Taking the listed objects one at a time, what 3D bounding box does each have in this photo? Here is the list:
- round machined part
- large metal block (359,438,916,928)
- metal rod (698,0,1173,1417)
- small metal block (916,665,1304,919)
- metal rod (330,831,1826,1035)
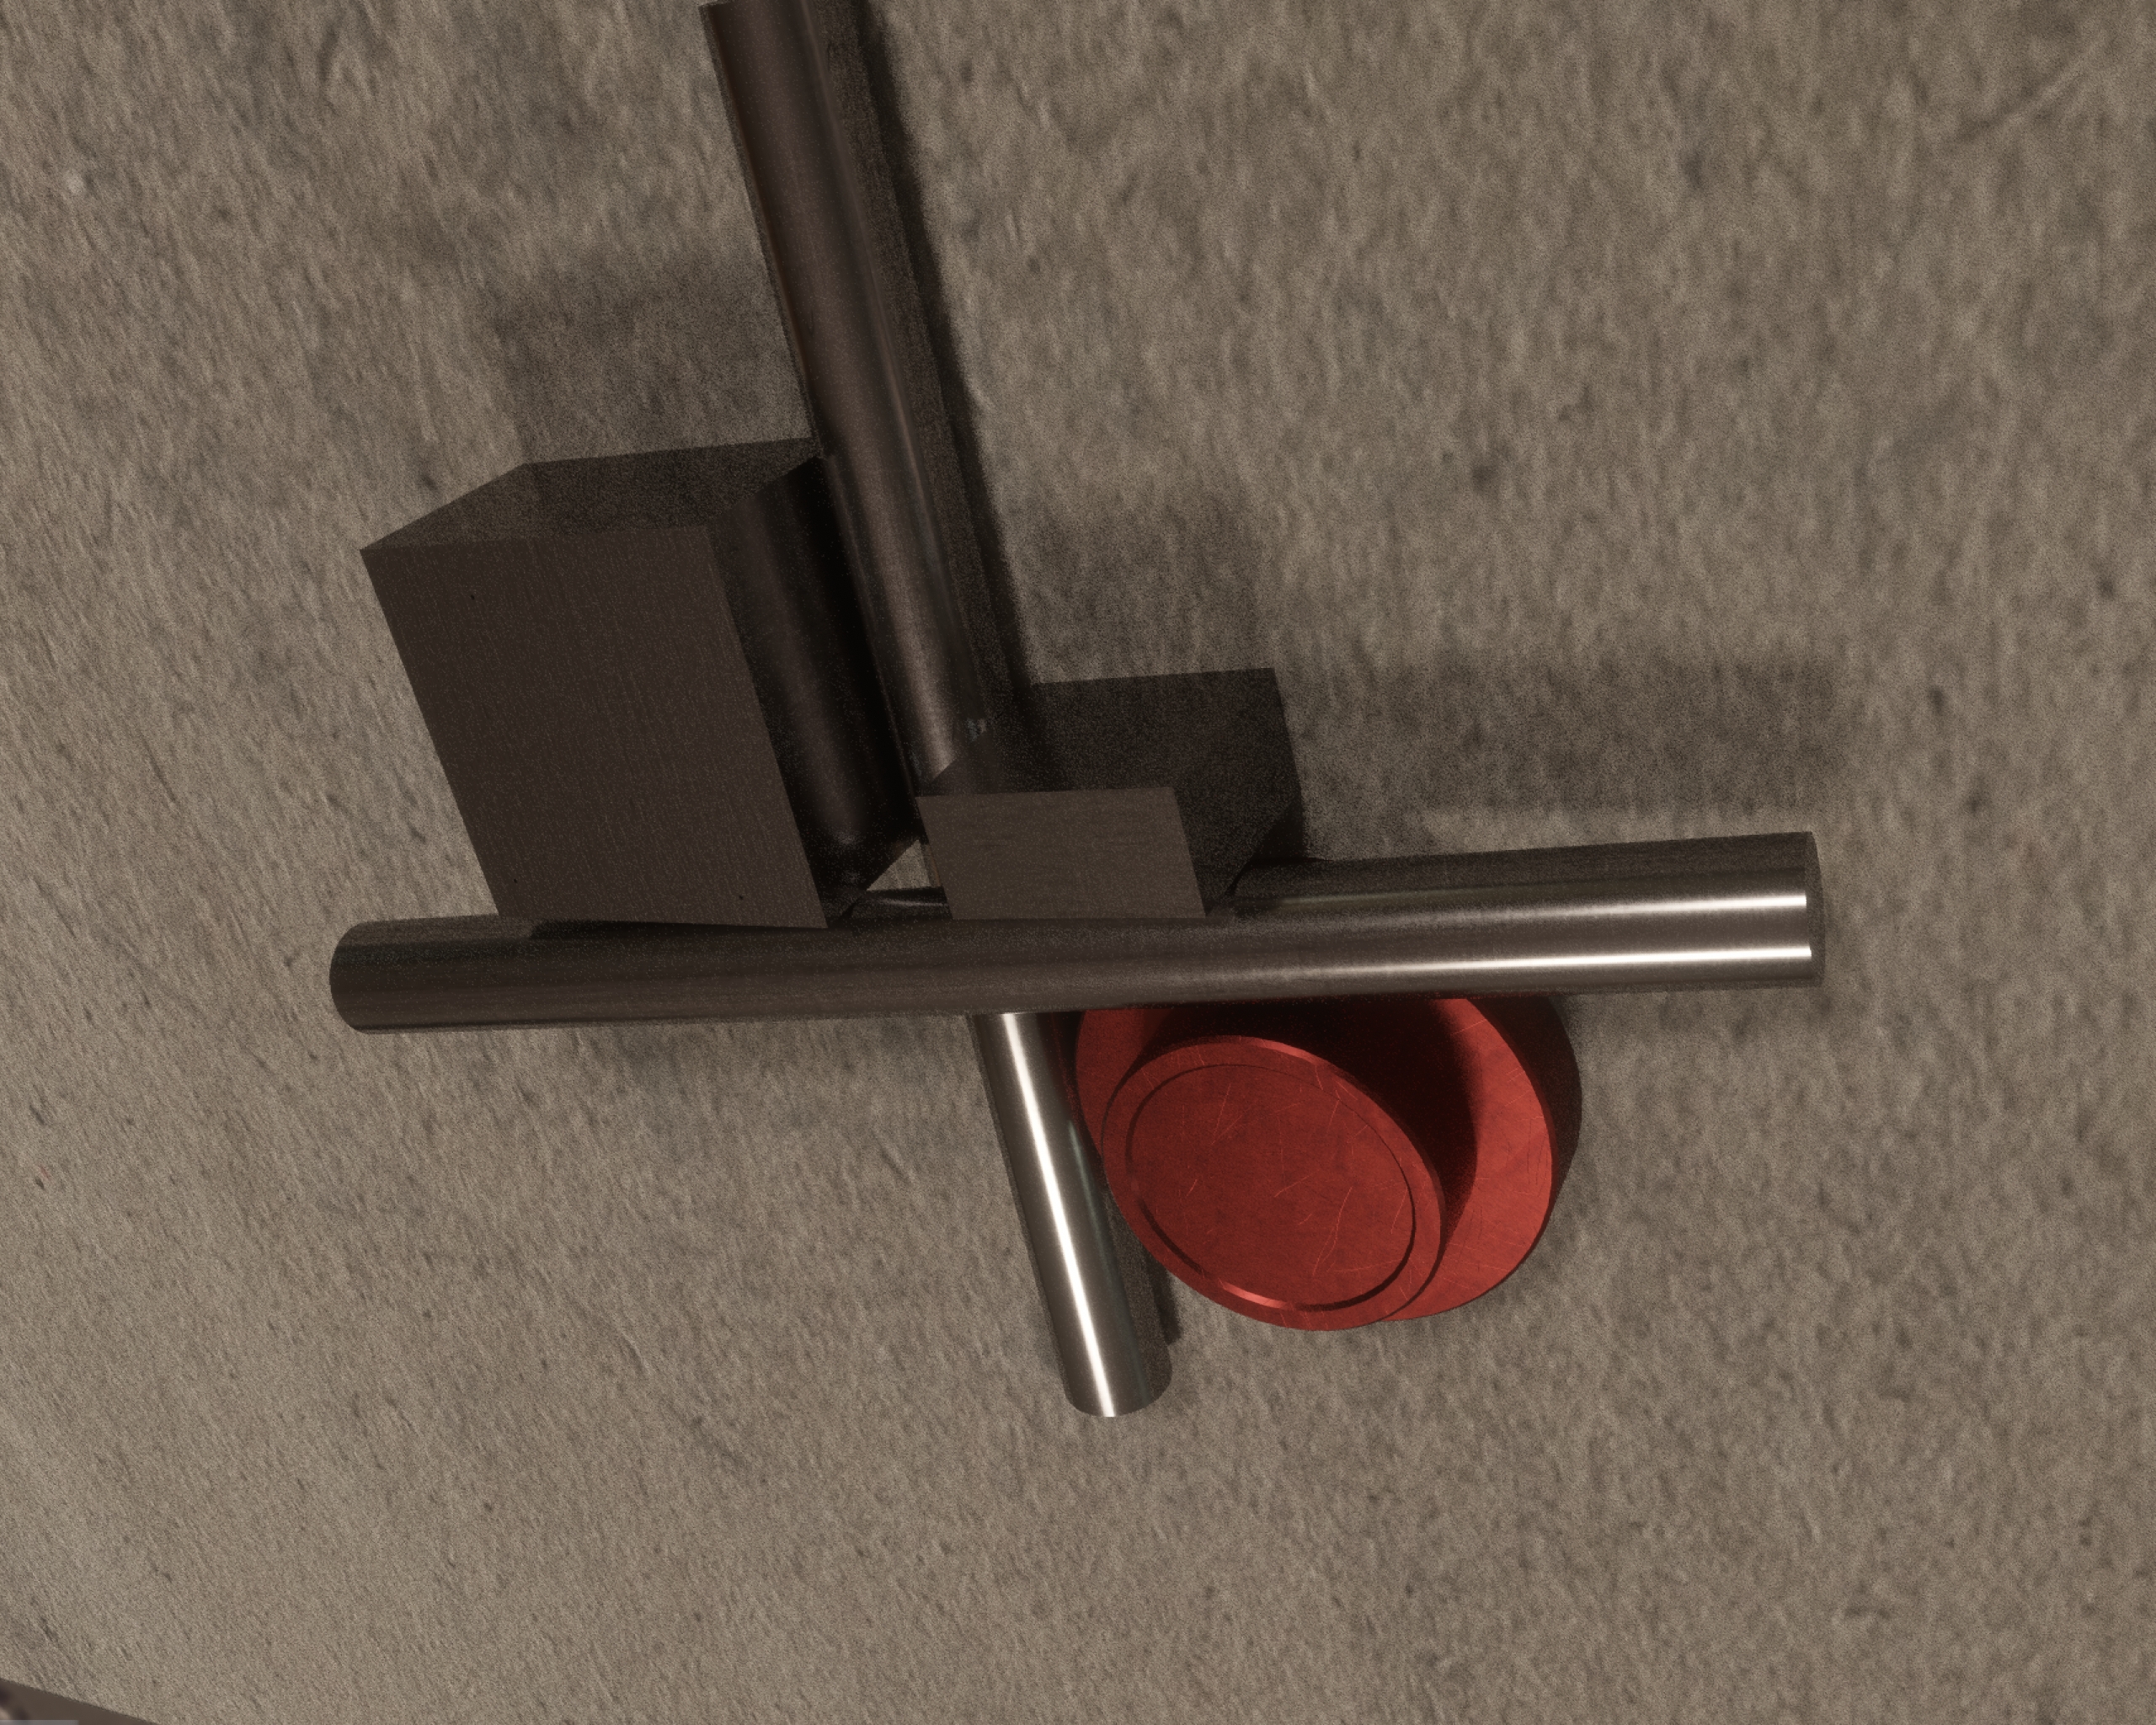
[{"bbox_3d":[0.044,0.051,0.404,0.098,0.042,0.097,13,124,20],"label":"round machined part"},{"bbox_3d":[-0.080,-0.035,0.410,0.080,0.050,0.079,1,119,27],"label":"large metal block"},{"bbox_3d":[-0.021,-0.013,0.409,0.025,0.025,0.298,1,119,27],"label":"metal rod"},{"bbox_3d":[0.007,-0.013,0.379,0.050,0.050,0.025,-1,118,28],"label":"small metal block"},{"bbox_3d":[-0.019,0.016,0.395,0.301,0.025,0.025,-4,117,25],"label":"metal rod"}]
